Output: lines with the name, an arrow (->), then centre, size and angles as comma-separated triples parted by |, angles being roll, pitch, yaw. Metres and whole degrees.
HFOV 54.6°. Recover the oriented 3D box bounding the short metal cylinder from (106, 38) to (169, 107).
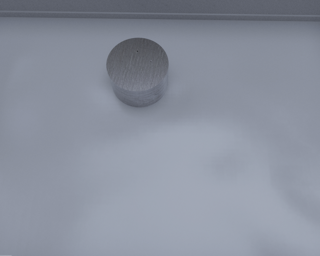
short metal cylinder -> -0.029, -0.075, 0.424 | 0.080, 0.050, 0.080 | 0, 70, 0
